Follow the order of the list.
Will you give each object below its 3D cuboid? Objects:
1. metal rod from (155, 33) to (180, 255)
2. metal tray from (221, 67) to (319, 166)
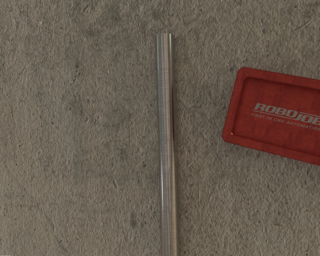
[{"bbox_3d":[0.010,0.029,0.404,0.025,0.025,0.298,-2,89,19],"label":"metal rod"},{"bbox_3d":[0.146,-0.013,0.354,0.130,0.030,0.089,15,95,19],"label":"metal tray"}]
